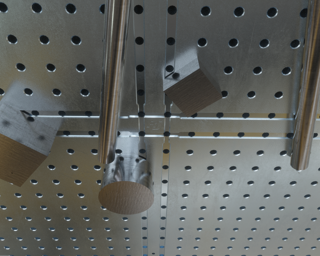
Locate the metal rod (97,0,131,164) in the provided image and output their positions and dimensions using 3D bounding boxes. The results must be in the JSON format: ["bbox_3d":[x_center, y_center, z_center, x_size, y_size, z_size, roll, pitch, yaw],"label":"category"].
[{"bbox_3d":[-0.053,-0.069,0.351,0.025,0.025,0.298,7,130,-6],"label":"metal rod"}]

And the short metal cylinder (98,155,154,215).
[{"bbox_3d":[-0.049,0.087,0.469,0.081,0.050,0.079,0,130,0],"label":"short metal cylinder"}]

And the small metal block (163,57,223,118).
[{"bbox_3d":[0.039,-0.047,0.372,0.050,0.025,0.050,-31,124,23],"label":"small metal block"}]

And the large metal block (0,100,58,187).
[{"bbox_3d":[-0.199,0.023,0.412,0.080,0.050,0.080,33,123,-25],"label":"large metal block"}]

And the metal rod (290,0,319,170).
[{"bbox_3d":[0.178,-0.058,0.365,0.025,0.025,0.298,-9,130,7],"label":"metal rod"}]
